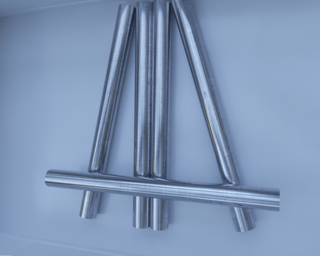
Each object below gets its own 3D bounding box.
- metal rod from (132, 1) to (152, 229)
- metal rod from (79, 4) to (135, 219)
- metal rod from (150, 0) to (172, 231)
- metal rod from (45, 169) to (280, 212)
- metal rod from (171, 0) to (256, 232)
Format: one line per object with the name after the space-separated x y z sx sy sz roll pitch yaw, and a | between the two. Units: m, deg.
-0.022 -0.017 0.417 0.025 0.025 0.298 1 90 20 | metal rod
-0.074 -0.020 0.435 0.025 0.025 0.298 13 94 19 | metal rod
0.001 -0.018 0.409 0.025 0.025 0.298 1 90 20 | metal rod
-0.012 0.074 0.386 0.301 0.025 0.025 2 91 20 | metal rod
0.065 -0.023 0.386 0.025 0.025 0.299 -17 84 19 | metal rod
